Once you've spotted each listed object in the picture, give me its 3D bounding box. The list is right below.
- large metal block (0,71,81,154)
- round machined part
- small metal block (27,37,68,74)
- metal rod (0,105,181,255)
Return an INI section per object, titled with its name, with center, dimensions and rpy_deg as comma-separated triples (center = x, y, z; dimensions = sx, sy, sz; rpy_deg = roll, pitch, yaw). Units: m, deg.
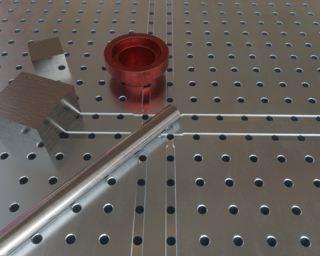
[large metal block]
center = -0.165, -0.022, 0.409
dimensions = 0.080, 0.050, 0.080
rpy_deg = 17, 52, 13
[round machined part]
center = -0.035, -0.102, 0.482
dimensions = 0.099, 0.042, 0.098
rpy_deg = 0, 50, 0
[small metal block]
center = -0.184, -0.120, 0.507
dimensions = 0.050, 0.025, 0.050
rpy_deg = -18, 52, -15
[metal rod]
center = -0.086, 0.061, 0.355
dimensions = 0.025, 0.025, 0.302
rpy_deg = 37, 59, 26
